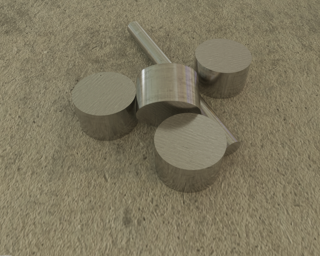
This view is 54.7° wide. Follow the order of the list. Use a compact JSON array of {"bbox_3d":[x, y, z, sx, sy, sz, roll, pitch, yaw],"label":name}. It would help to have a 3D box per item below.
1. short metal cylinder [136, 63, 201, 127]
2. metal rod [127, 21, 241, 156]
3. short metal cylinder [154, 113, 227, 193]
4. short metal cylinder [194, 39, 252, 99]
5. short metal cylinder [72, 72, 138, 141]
[{"bbox_3d":[0.010,-0.039,0.393,0.081,0.080,0.050,-1,68,-1],"label":"short metal cylinder"},{"bbox_3d":[0.021,-0.077,0.467,0.025,0.025,0.300,-21,53,-17],"label":"metal rod"},{"bbox_3d":[0.034,0.028,0.363,0.081,0.050,0.080,0,50,0],"label":"short metal cylinder"},{"bbox_3d":[0.091,-0.089,0.462,0.081,0.050,0.080,0,50,0],"label":"short metal cylinder"},{"bbox_3d":[-0.071,-0.029,0.411,0.081,0.050,0.080,0,50,0],"label":"short metal cylinder"}]
